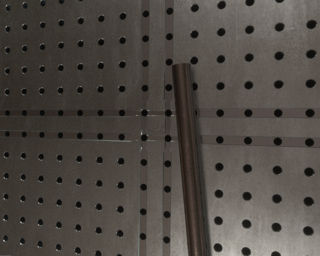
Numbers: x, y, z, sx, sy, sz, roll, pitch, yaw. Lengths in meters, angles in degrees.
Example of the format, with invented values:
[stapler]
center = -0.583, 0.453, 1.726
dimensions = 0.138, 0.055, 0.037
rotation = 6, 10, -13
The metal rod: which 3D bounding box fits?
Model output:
[metal rod]
center = 0.041, 0.067, 0.397
dimensions = 0.025, 0.025, 0.298
rotation = -6, 88, 19
